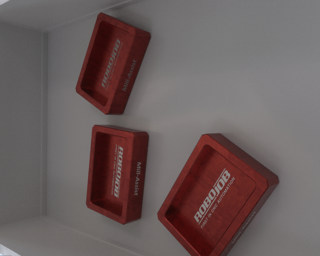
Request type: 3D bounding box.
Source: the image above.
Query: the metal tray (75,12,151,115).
[{"bbox_3d":[-0.074,-0.095,0.464,0.090,0.030,0.129,35,111,34],"label":"metal tray"}]

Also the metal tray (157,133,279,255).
[{"bbox_3d":[0.060,0.082,0.354,0.090,0.030,0.129,40,114,32],"label":"metal tray"}]

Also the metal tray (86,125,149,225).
[{"bbox_3d":[-0.065,0.064,0.457,0.090,0.030,0.129,10,96,39],"label":"metal tray"}]
